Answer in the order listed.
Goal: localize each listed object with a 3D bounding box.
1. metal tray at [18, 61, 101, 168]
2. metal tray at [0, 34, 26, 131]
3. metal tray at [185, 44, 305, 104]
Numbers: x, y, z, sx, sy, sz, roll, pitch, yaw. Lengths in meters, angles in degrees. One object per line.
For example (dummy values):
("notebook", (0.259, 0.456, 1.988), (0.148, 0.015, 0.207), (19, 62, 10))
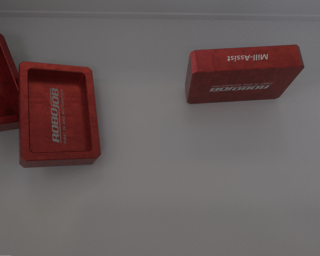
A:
("metal tray", (-0.129, -0.018, 0.393), (0.091, 0.030, 0.130), (0, 68, -27))
("metal tray", (-0.223, -0.058, 0.384), (0.030, 0.091, 0.129), (-28, 82, 36))
("metal tray", (0.102, -0.066, 0.399), (0.131, 0.090, 0.030), (-4, 70, -2))
